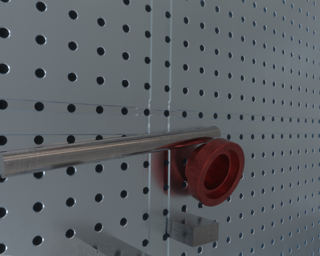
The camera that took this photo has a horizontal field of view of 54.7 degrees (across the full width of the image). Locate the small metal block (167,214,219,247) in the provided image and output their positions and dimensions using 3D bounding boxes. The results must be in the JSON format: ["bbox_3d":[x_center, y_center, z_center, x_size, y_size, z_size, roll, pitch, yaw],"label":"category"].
[{"bbox_3d":[0.046,0.142,0.432,0.050,0.050,0.025,4,87,-40],"label":"small metal block"}]

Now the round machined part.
[{"bbox_3d":[0.075,0.060,0.450,0.099,0.042,0.097,-17,118,-35],"label":"round machined part"}]

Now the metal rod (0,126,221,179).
[{"bbox_3d":[-0.031,0.022,0.382,0.302,0.025,0.025,-6,94,-40],"label":"metal rod"}]

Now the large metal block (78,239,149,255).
[{"bbox_3d":[-0.052,0.171,0.331,0.050,0.080,0.080,16,80,-39],"label":"large metal block"}]
